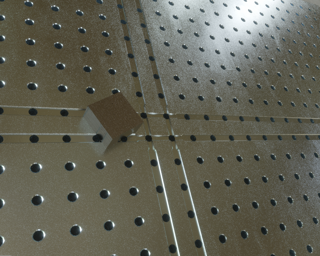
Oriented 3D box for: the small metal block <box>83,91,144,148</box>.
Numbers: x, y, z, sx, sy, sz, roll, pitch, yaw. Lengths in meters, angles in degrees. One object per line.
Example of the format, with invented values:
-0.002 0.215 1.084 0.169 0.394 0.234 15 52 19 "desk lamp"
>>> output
-0.057 -0.011 0.384 0.050 0.025 0.050 -31 79 -38 "small metal block"
